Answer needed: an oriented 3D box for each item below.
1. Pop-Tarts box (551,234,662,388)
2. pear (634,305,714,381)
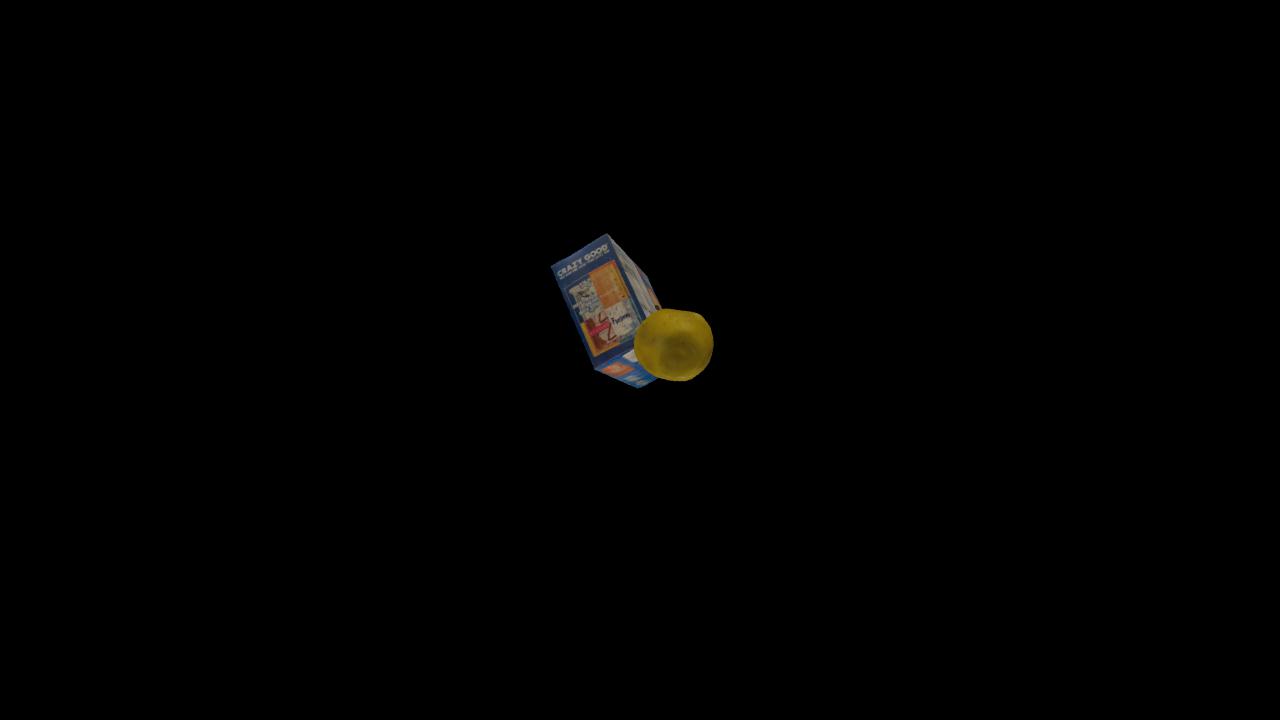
[{"bbox_3d":[-0.021,-0.053,0.765,0.083,0.141,0.167,-27,-16,10],"label":"Pop-Tarts box"},{"bbox_3d":[0.034,-0.025,0.634,0.080,0.080,0.111,0,26,1],"label":"pear"}]
